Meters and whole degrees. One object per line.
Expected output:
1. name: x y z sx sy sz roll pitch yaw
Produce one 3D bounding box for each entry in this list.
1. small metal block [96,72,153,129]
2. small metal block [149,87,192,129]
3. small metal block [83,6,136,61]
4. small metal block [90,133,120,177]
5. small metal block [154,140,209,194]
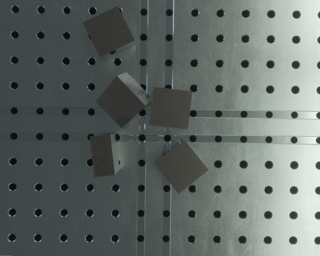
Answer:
1. small metal block: -0.046 -0.035 0.402 0.050 0.025 0.050 46 121 0
2. small metal block: 0.014 -0.026 0.414 0.050 0.025 0.050 7 90 -1
3. small metal block: -0.066 -0.125 0.412 0.050 0.025 0.050 -26 90 -1
4. small metal block: -0.070 0.034 0.400 0.025 0.050 0.050 -6 90 0
5. small metal block: 0.028 0.051 0.414 0.050 0.025 0.050 -39 91 0
